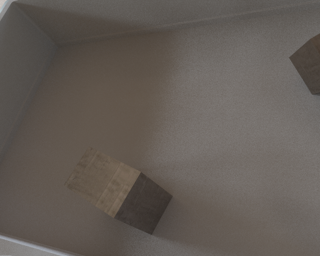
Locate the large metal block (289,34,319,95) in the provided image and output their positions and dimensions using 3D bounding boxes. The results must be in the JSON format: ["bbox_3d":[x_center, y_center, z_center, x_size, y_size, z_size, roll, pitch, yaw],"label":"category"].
[{"bbox_3d":[0.189,-0.079,0.310,0.080,0.080,0.050,-30,86,9],"label":"large metal block"}]

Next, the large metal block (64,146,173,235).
[{"bbox_3d":[-0.045,0.071,0.350,0.080,0.080,0.050,20,73,35],"label":"large metal block"}]
